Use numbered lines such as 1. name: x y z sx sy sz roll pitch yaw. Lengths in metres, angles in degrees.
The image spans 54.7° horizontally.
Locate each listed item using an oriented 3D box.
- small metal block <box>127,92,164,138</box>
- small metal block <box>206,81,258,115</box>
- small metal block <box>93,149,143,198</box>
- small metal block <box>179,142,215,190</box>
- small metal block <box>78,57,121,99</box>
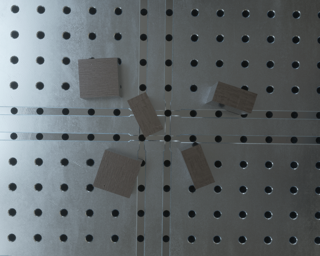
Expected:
1. small metal block: -0.018 -0.016 0.401 0.025 0.050 0.050 -25 90 0
2. small metal block: 0.091 -0.038 0.402 0.050 0.050 0.025 18 90 -1
3. small metal block: -0.055 0.060 0.413 0.050 0.025 0.050 19 90 -1
4. small metal block: 0.046 0.047 0.402 0.025 0.050 0.050 -21 90 0
5. small metal block: -0.079 -0.065 0.412 0.050 0.025 0.050 -3 90 -1
